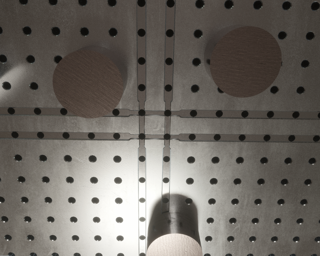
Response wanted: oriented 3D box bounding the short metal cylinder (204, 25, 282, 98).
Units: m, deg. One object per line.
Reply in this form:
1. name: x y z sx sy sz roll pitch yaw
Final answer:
1. short metal cylinder: 0.096 -0.081 0.372 0.081 0.050 0.079 0 110 -1

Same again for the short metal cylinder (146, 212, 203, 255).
1. short metal cylinder: 0.021 0.174 0.465 0.081 0.050 0.079 0 110 -1

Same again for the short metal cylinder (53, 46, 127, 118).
1. short metal cylinder: -0.082 -0.057 0.378 0.081 0.050 0.079 0 110 -1
